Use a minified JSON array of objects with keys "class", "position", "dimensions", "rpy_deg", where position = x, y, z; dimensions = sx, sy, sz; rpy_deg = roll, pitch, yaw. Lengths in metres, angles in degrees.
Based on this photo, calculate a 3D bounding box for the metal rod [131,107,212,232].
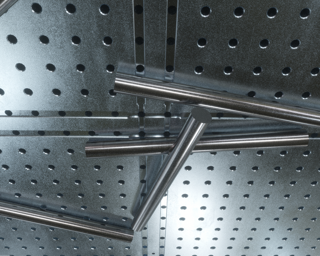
[{"class":"metal rod","position":[0.003,0.081,0.456],"dimensions":[0.025,0.025,0.298],"rpy_deg":[13,136,-11]}]

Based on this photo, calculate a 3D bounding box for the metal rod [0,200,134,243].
[{"class":"metal rod","position":[-0.192,0.160,0.544],"dimensions":[0.302,0.025,0.025],"rpy_deg":[18,128,-16]}]

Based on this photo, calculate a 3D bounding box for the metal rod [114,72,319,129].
[{"class":"metal rod","position":[0.095,-0.030,0.387],"dimensions":[0.302,0.025,0.025],"rpy_deg":[9,130,-9]}]

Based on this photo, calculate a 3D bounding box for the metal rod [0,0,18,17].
[{"class":"metal rod","position":[-0.129,-0.142,0.288],"dimensions":[0.300,0.025,0.025],"rpy_deg":[-29,125,21]}]

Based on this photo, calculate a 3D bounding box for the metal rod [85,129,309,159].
[{"class":"metal rod","position":[0.049,0.022,0.431],"dimensions":[0.302,0.025,0.025],"rpy_deg":[-3,130,2]}]
